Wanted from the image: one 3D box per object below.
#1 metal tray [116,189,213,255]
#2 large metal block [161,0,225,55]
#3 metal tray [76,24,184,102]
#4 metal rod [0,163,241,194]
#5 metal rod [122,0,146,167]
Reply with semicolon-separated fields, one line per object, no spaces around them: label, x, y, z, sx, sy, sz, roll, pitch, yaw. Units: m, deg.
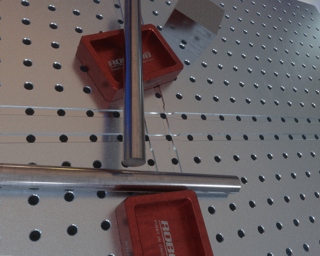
metal tray;0.010;0.136;0.328;0.091;0.030;0.130;0;62;-29
large metal block;0.059;-0.188;0.541;0.080;0.050;0.080;29;52;-10
metal tray;-0.040;-0.098;0.444;0.131;0.030;0.090;-25;76;-37
metal rod;-0.035;0.060;0.353;0.302;0.025;0.025;7;59;-25
metal rod;-0.035;-0.092;0.407;0.025;0.025;0.299;11;57;-23
